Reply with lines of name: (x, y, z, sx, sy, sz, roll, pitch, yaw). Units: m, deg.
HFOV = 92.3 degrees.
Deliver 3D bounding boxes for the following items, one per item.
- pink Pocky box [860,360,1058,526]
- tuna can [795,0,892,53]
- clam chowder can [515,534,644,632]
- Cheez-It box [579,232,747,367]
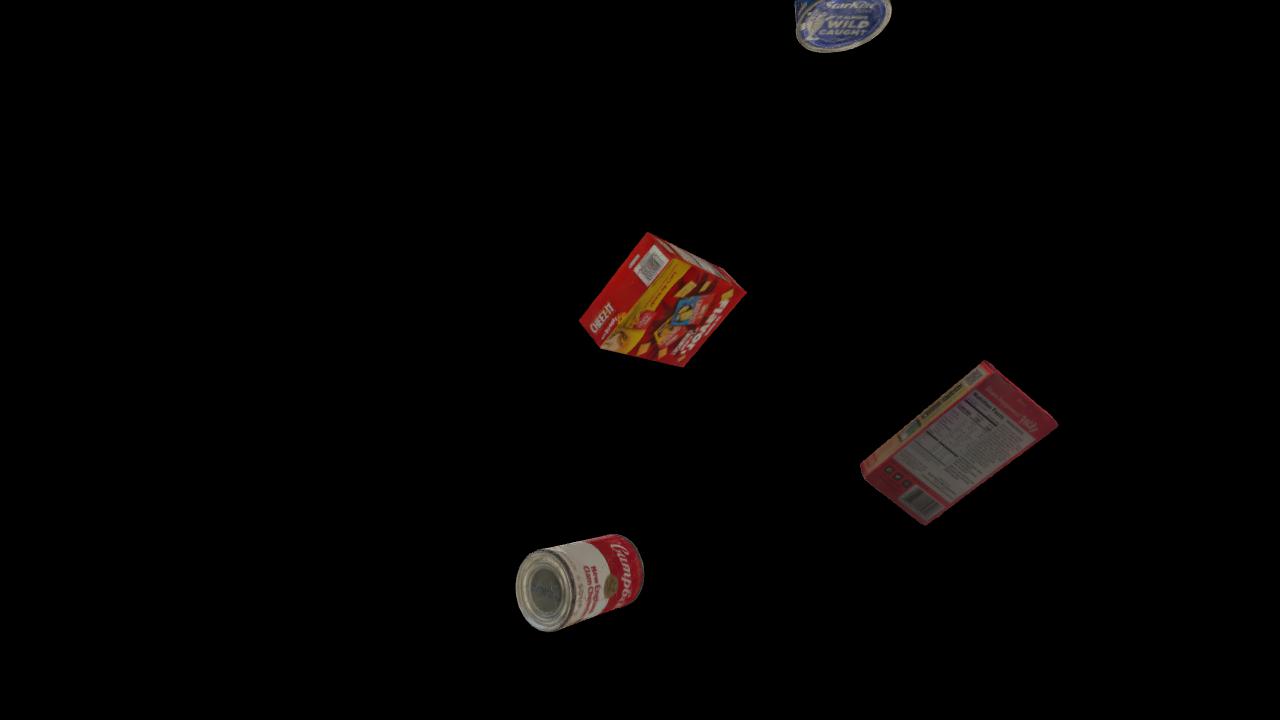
pink Pocky box: (0.295, 0.081, 0.579, 0.084, 0.155, 0.029, 37, 24, -9)
tuna can: (0.185, -0.323, 0.565, 0.084, 0.034, 0.084, -1, -8, 0)
clam chowder can: (-0.052, 0.196, 0.549, 0.068, 0.068, 0.102, 0, -6, 36)
Cheez-It box: (0.041, -0.080, 0.914, 0.223, 0.166, 0.071, 11, 34, -53)
